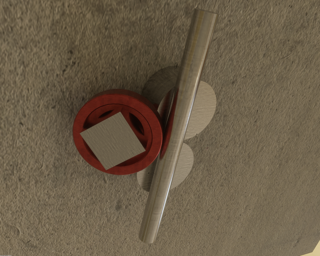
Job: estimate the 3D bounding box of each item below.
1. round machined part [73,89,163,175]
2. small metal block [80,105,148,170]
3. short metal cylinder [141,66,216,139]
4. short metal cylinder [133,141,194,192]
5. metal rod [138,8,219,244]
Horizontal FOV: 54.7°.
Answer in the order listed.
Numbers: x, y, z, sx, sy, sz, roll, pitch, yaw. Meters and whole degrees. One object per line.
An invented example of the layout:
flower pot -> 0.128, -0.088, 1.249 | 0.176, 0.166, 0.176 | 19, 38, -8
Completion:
round machined part -> -0.046, 0.002, 0.357 | 0.099, 0.042, 0.097 | 1, 112, 2
small metal block -> -0.049, 0.010, 0.335 | 0.050, 0.025, 0.050 | -27, 108, 13
short metal cylinder -> 0.022, -0.031, 0.385 | 0.081, 0.050, 0.079 | -14, 124, -21
short metal cylinder -> -0.002, 0.039, 0.415 | 0.081, 0.050, 0.079 | -14, 123, -21
metal rod -> 0.014, 0.018, 0.363 | 0.025, 0.025, 0.298 | -1, 119, -28
